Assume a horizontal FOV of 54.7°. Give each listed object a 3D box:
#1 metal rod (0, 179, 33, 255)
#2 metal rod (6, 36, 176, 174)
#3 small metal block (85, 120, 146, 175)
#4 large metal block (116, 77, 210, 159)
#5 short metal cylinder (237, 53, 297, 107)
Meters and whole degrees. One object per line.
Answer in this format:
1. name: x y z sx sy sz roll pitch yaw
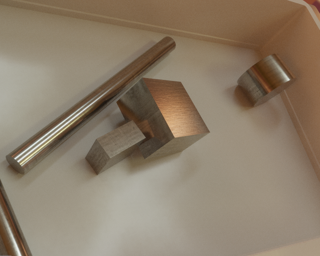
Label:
1. metal rod: -0.192 -0.001 0.302 0.025 0.025 0.299 -20 73 -36
2. metal rod: -0.064 -0.049 0.401 0.025 0.025 0.301 42 51 0
3. small metal block: -0.051 0.023 0.350 0.050 0.050 0.025 -30 79 -38
4. large metal block: 0.005 -0.013 0.386 0.081 0.050 0.080 -5 63 -53
5. short metal cylinder: 0.177 -0.079 0.517 0.081 0.080 0.050 -21 74 -36
